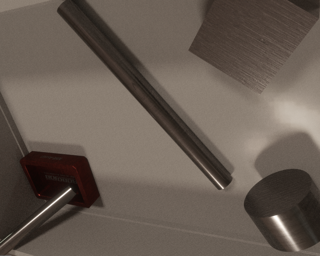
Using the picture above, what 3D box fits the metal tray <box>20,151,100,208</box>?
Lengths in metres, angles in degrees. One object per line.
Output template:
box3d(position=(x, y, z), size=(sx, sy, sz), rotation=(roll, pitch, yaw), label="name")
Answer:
box3d(position=(-0.179, 0.090, 0.552), size=(0.130, 0.030, 0.089), rotation=(2, 120, 26), label="metal tray")

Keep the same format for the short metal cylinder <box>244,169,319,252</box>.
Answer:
box3d(position=(0.145, 0.092, 0.353), size=(0.080, 0.080, 0.050), rotation=(-27, 104, 37), label="short metal cylinder")

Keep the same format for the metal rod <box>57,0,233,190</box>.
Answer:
box3d(position=(-0.015, -0.038, 0.391), size=(0.300, 0.025, 0.025), rotation=(48, 129, -6), label="metal rod")

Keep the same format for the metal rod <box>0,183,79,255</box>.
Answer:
box3d(position=(-0.265, 0.202, 0.524), size=(0.301, 0.025, 0.025), rotation=(-40, 98, -5), label="metal rod")

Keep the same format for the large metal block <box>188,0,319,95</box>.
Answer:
box3d(position=(0.086, -0.092, 0.290), size=(0.080, 0.050, 0.079), rotation=(33, 129, 6), label="large metal block")
